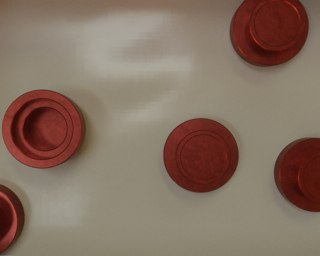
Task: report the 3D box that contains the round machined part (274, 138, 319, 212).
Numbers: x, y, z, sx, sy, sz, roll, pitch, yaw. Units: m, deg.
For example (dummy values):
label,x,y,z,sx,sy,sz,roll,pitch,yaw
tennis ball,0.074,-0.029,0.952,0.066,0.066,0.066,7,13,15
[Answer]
label,x,y,z,sx,sy,sz,roll,pitch,yaw
round machined part,0.206,0.062,0.404,0.099,0.042,0.097,0,90,0

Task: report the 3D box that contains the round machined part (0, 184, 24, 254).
label,x,y,z,sx,sy,sz,roll,pitch,yaw
round machined part,-0.234,0.123,0.401,0.099,0.042,0.097,0,90,0

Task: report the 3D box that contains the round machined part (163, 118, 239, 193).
label,x,y,z,sx,sy,sz,roll,pitch,yaw
round machined part,0.054,0.036,0.403,0.099,0.042,0.097,0,90,0

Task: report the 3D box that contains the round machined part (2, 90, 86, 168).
label,x,y,z,sx,sy,sz,roll,pitch,yaw
round machined part,-0.145,0.001,0.402,0.099,0.042,0.097,0,90,0

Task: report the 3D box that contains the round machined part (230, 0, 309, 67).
label,x,y,z,sx,sy,sz,roll,pitch,yaw
round machined part,0.144,-0.130,0.400,0.099,0.042,0.097,0,95,0
